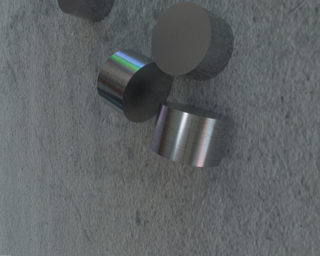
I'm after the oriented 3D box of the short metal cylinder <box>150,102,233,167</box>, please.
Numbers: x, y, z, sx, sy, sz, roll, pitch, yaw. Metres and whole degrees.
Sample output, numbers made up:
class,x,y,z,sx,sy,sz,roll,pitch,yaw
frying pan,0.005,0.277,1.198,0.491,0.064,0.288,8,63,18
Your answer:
class,x,y,z,sx,sy,sz,roll,pitch,yaw
short metal cylinder,0.033,0.005,0.340,0.080,0.081,0.050,21,104,37

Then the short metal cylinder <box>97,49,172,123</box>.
class,x,y,z,sx,sy,sz,roll,pitch,yaw
short metal cylinder,-0.032,-0.053,0.393,0.050,0.081,0.079,33,111,35

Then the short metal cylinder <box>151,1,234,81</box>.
class,x,y,z,sx,sy,sz,roll,pitch,yaw
short metal cylinder,0.037,-0.097,0.357,0.080,0.050,0.079,0,90,39

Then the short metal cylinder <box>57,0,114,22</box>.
class,x,y,z,sx,sy,sz,roll,pitch,yaw
short metal cylinder,-0.115,-0.211,0.481,0.080,0.050,0.079,0,90,39
